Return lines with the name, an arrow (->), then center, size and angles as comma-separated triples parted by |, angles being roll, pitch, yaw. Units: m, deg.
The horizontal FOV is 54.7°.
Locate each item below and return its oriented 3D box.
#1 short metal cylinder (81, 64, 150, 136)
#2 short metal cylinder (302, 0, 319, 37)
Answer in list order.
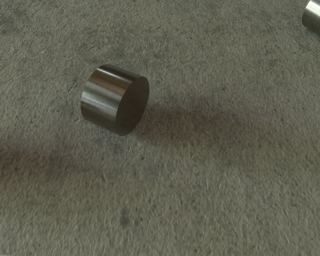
short metal cylinder -> -0.055, -0.036, 0.397 | 0.050, 0.080, 0.080 | 23, 54, 18
short metal cylinder -> 0.299, -0.200, 0.540 | 0.081, 0.080, 0.050 | -23, 54, -18
